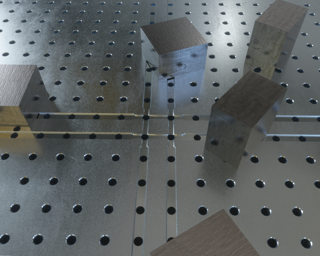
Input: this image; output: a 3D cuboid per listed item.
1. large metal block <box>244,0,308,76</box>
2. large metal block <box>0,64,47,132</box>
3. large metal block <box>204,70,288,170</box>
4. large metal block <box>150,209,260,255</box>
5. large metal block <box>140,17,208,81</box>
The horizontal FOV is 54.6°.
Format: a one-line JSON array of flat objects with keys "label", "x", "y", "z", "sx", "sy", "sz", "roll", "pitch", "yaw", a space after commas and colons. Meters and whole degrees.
[{"label": "large metal block", "x": 0.184, "y": -0.145, "z": 0.495, "sx": 0.050, "sy": 0.080, "sz": 0.080, "roll": 30, "pitch": 56, "yaw": 23}, {"label": "large metal block", "x": -0.213, "y": -0.042, "z": 0.426, "sx": 0.080, "sy": 0.050, "sz": 0.080, "roll": 1, "pitch": 50, "yaw": 1}, {"label": "large metal block", "x": 0.103, "y": -0.010, "z": 0.381, "sx": 0.050, "sy": 0.080, "sz": 0.080, "roll": 34, "pitch": 58, "yaw": 25}, {"label": "large metal block", "x": 0.046, "y": 0.135, "z": 0.279, "sx": 0.081, "sy": 0.050, "sz": 0.080, "roll": -24, "pitch": 54, "yaw": -19}, {"label": "large metal block", "x": 0.021, "y": -0.129, "z": 0.501, "sx": 0.081, "sy": 0.050, "sz": 0.080, "roll": -17, "pitch": 52, "yaw": -14}]
